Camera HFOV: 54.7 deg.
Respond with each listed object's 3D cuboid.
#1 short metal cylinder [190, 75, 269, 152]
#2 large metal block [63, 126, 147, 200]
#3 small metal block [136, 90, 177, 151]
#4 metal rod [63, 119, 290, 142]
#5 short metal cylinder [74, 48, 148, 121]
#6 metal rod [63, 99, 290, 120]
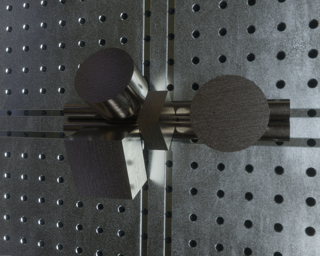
[{"bbox_3d":[0.078,-0.015,0.341,0.080,0.050,0.079,0,90,20],"label":"short metal cylinder"},{"bbox_3d":[-0.069,0.043,0.405,0.080,0.050,0.079,-1,110,20],"label":"large metal block"},{"bbox_3d":[-0.002,-0.009,0.366,0.025,0.050,0.050,1,48,20],"label":"small metal block"},{"bbox_3d":[0.007,0.002,0.406,0.301,0.025,0.025,1,90,19],"label":"metal rod"},{"bbox_3d":[-0.062,-0.056,0.402,0.080,0.050,0.080,-7,64,16],"label":"short metal cylinder"},{"bbox_3d":[0.007,-0.023,0.406,0.301,0.025,0.025,1,90,19],"label":"metal rod"}]
